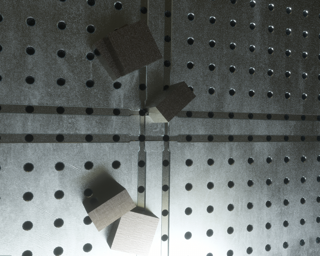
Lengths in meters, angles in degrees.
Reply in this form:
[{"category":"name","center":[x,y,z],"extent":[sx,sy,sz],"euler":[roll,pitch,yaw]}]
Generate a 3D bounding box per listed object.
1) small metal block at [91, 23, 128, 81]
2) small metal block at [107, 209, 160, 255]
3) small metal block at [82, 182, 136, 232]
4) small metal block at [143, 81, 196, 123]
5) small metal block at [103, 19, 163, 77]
[{"category":"small metal block","center":[-0.051,-0.095,0.394],"extent":[0.050,0.025,0.050],"euler":[-37,102,-16]},{"category":"small metal block","center":[-0.035,0.133,0.401],"extent":[0.050,0.025,0.050],"euler":[20,83,-19]},{"category":"small metal block","center":[-0.063,0.094,0.377],"extent":[0.050,0.050,0.025],"euler":[-31,101,-18]},{"category":"small metal block","center":[0.011,-0.033,0.405],"extent":[0.050,0.050,0.025],"euler":[-43,104,-15]},{"category":"small metal block","center":[-0.033,-0.096,0.375],"extent":[0.050,0.025,0.050],"euler":[-29,100,-18]}]
